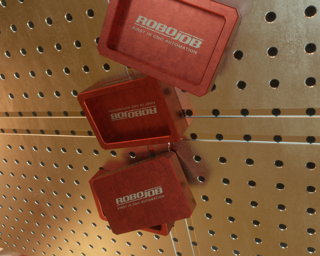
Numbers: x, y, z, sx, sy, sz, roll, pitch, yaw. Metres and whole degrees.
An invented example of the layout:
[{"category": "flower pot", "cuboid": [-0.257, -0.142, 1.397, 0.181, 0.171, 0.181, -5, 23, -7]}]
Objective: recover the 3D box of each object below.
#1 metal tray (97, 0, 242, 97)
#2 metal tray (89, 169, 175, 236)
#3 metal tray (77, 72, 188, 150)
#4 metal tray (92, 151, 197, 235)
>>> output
[{"category": "metal tray", "cuboid": [0.006, -0.099, 0.325, 0.130, 0.030, 0.089, 25, 110, 12]}, {"category": "metal tray", "cuboid": [-0.045, 0.120, 0.503, 0.130, 0.030, 0.089, 5, 121, 25]}, {"category": "metal tray", "cuboid": [-0.038, -0.021, 0.413, 0.130, 0.030, 0.090, -8, 115, 31]}, {"category": "metal tray", "cuboid": [-0.024, 0.095, 0.447, 0.130, 0.030, 0.090, -21, 94, 22]}]
